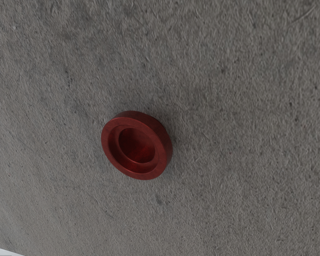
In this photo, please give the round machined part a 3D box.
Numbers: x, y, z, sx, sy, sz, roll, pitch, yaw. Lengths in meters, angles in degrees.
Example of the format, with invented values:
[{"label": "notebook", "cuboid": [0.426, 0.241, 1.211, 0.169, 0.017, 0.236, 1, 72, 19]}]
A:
[{"label": "round machined part", "cuboid": [-0.027, 0.020, 0.423, 0.098, 0.042, 0.097, 13, 124, 21]}]
